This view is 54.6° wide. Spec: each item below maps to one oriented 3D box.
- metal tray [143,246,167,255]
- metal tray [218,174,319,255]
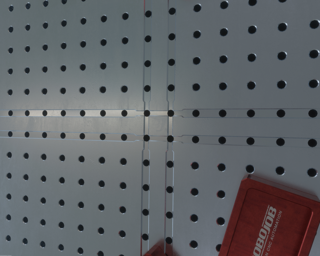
[{"bbox_3d":[0.003,0.236,0.409,0.130,0.030,0.090,46,104,14],"label":"metal tray"},{"bbox_3d":[0.125,0.131,0.365,0.090,0.030,0.129,17,96,19],"label":"metal tray"}]
